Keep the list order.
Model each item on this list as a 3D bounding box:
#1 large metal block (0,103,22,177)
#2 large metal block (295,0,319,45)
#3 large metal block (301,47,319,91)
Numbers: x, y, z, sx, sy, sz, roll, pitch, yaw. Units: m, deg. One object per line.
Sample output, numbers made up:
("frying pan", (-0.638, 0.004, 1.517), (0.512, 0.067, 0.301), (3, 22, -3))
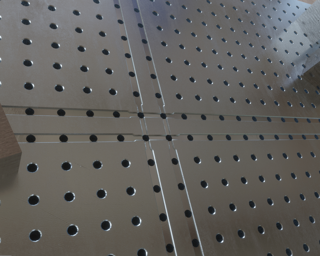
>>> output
("large metal block", (-0.186, 0.011, 0.286), (0.081, 0.050, 0.080), (-20, 72, -36))
("large metal block", (0.393, -0.258, 0.747), (0.050, 0.080, 0.080), (-11, 68, -33))
("large metal block", (0.360, -0.123, 0.665), (0.080, 0.050, 0.080), (39, 51, -3))
